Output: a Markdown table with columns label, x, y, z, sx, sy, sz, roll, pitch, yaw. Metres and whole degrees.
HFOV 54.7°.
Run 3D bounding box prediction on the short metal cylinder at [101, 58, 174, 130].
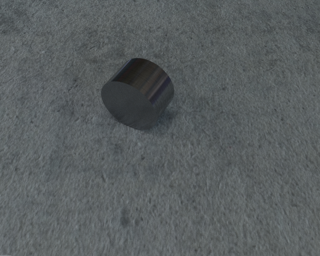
| label | x | y | z | sx | sy | sz | roll | pitch | yaw |
| --- | --- | --- | --- | --- | --- | --- | --- | --- | --- |
| short metal cylinder | -0.029 | -0.043 | 0.404 | 0.080 | 0.080 | 0.050 | 21 | 53 | 16 |
